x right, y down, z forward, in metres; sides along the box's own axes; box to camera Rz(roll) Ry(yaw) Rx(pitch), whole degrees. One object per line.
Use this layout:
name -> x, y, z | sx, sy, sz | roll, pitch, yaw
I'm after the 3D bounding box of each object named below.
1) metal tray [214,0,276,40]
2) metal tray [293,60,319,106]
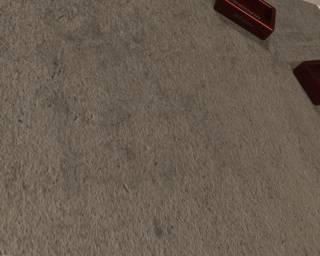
metal tray -> 0.182, -0.252, 0.655 | 0.131, 0.030, 0.090 | 28, 52, -11
metal tray -> 0.351, -0.100, 0.654 | 0.131, 0.030, 0.090 | -12, 68, -33
